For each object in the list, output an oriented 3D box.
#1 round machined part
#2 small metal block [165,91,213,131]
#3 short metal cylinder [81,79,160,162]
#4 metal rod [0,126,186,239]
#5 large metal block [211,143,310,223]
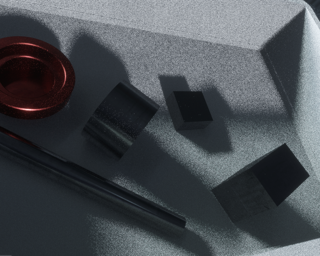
[{"bbox_3d":[-0.149,-0.051,0.346,0.099,0.042,0.098,14,56,-21],"label":"round machined part"},{"bbox_3d":[0.042,-0.025,0.445,0.050,0.025,0.050,-3,64,-30],"label":"small metal block"},{"bbox_3d":[-0.044,-0.008,0.353,0.050,0.080,0.080,37,51,-4],"label":"short metal cylinder"},{"bbox_3d":[-0.107,0.042,0.323,0.301,0.025,0.025,29,52,-10],"label":"metal rod"},{"bbox_3d":[0.127,0.071,0.398,0.081,0.080,0.050,-24,75,-37],"label":"large metal block"}]
